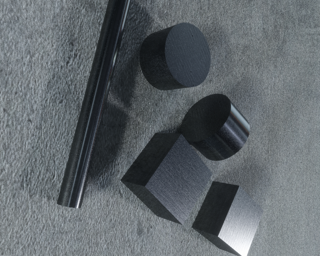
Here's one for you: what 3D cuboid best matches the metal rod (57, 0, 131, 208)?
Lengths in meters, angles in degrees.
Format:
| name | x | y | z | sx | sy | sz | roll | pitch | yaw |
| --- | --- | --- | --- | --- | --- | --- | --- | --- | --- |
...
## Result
| name | x | y | z | sx | sy | sz | roll | pitch | yaw |
| --- | --- | --- | --- | --- | --- | --- | --- | --- | --- |
| metal rod | -0.065 | -0.063 | 0.349 | 0.025 | 0.025 | 0.299 | 19 | 78 | -38 |

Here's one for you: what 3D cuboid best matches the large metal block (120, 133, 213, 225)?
| name | x | y | z | sx | sy | sz | roll | pitch | yaw |
| --- | --- | --- | --- | --- | --- | --- | --- | --- | --- |
| large metal block | 0.011 | 0.063 | 0.398 | 0.080 | 0.050 | 0.080 | 51 | 60 | -28 |

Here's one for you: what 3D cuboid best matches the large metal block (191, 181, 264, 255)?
| name | x | y | z | sx | sy | sz | roll | pitch | yaw |
| --- | --- | --- | --- | --- | --- | --- | --- | --- | --- |
| large metal block | 0.106 | 0.140 | 0.478 | 0.080 | 0.050 | 0.080 | 45 | 63 | -31 |

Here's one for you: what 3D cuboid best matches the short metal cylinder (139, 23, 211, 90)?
| name | x | y | z | sx | sy | sz | roll | pitch | yaw |
| --- | --- | --- | --- | --- | --- | --- | --- | --- | --- |
| short metal cylinder | 0.021 | -0.091 | 0.405 | 0.081 | 0.050 | 0.080 | 0 | 90 | -40 |

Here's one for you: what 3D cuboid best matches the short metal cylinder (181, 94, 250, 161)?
| name | x | y | z | sx | sy | sz | roll | pitch | yaw |
| --- | --- | --- | --- | --- | --- | --- | --- | --- | --- |
| short metal cylinder | 0.077 | -0.001 | 0.433 | 0.050 | 0.080 | 0.080 | 42 | 65 | -32 |
